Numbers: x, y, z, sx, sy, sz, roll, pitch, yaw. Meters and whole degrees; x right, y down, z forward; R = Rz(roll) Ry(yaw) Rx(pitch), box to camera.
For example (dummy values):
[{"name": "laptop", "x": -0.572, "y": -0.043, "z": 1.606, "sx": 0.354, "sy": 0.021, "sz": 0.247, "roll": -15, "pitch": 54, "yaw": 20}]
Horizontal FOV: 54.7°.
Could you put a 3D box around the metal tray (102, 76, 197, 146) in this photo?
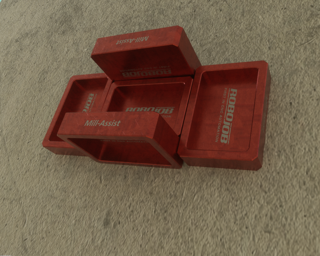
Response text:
[{"name": "metal tray", "x": -0.018, "y": -0.023, "z": 0.424, "sx": 0.130, "sy": 0.030, "sz": 0.090, "roll": 1, "pitch": 62, "yaw": 28}]

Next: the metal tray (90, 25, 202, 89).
[{"name": "metal tray", "x": -0.017, "y": -0.089, "z": 0.426, "sx": 0.130, "sy": 0.090, "sz": 0.030, "roll": 0, "pitch": 62, "yaw": 28}]

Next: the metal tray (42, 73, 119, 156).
[{"name": "metal tray", "x": -0.116, "y": -0.022, "z": 0.474, "sx": 0.090, "sy": 0.030, "sz": 0.130, "roll": 1, "pitch": 62, "yaw": 28}]

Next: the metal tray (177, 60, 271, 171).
[{"name": "metal tray", "x": 0.079, "y": -0.017, "z": 0.371, "sx": 0.090, "sy": 0.030, "sz": 0.130, "roll": 1, "pitch": 62, "yaw": 28}]

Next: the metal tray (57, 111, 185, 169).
[{"name": "metal tray", "x": -0.045, "y": 0.016, "z": 0.374, "sx": 0.130, "sy": 0.090, "sz": 0.030, "roll": 0, "pitch": 62, "yaw": 28}]
